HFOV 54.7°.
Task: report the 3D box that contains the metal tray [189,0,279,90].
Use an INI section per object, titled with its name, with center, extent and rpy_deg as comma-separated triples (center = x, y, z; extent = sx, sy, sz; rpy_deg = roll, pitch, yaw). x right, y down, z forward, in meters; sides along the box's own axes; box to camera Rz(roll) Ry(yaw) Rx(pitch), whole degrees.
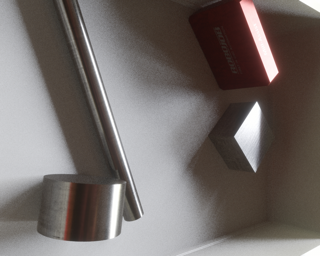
[metal tray]
center = 0.108, -0.121, 0.457
extent = 0.030, 0.090, 0.130
rpy_deg = -45, 118, -31

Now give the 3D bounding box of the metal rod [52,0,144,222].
[metal rod]
center = -0.071, -0.032, 0.348
extent = 0.025, 0.025, 0.298
rpy_deg = -26, 106, -37

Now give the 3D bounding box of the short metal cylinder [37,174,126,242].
[short metal cylinder]
center = -0.076, 0.076, 0.308
extent = 0.081, 0.080, 0.050
rpy_deg = 9, 84, -40

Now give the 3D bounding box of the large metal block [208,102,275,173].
[large metal block]
center = 0.135, 0.014, 0.507
extent = 0.080, 0.050, 0.080
rpy_deg = -51, 120, -28
